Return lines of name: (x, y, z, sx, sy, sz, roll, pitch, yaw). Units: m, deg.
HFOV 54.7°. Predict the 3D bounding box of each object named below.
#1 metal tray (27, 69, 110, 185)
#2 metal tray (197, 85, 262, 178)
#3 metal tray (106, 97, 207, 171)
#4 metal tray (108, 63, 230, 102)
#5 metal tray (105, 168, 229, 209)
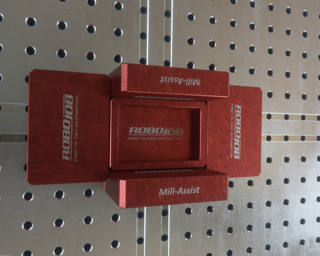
metal tray: (-0.108, -0.001, 0.370, 0.091, 0.030, 0.129, 1, 90, -21)
metal tray: (0.101, 0.005, 0.447, 0.091, 0.030, 0.129, 1, 90, -21)
metal tray: (-0.003, 0.008, 0.407, 0.131, 0.030, 0.089, 1, 90, -21)
metal tray: (0.007, -0.052, 0.382, 0.131, 0.090, 0.030, 1, 90, -20)
metal tray: (0.006, 0.068, 0.380, 0.131, 0.090, 0.030, 1, 90, -20)
